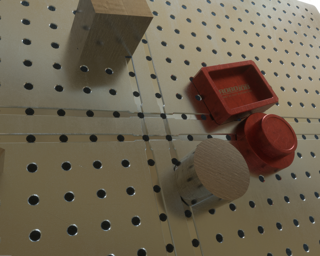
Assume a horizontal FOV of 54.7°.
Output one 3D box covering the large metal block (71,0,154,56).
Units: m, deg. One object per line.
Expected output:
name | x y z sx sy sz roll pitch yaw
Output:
large metal block | -0.068 -0.144 0.425 0.081 0.080 0.050 -9 67 -32

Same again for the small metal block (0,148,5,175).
small metal block | -0.173 0.030 0.281 0.050 0.050 0.025 26 53 -13

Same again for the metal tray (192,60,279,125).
metal tray | 0.127 -0.063 0.514 0.131 0.030 0.090 -16 70 -35

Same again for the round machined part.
round machined part | 0.173 0.017 0.482 0.099 0.042 0.098 14 56 -21

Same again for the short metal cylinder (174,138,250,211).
short metal cylinder | 0.065 0.059 0.393 0.081 0.050 0.080 14 56 -21
